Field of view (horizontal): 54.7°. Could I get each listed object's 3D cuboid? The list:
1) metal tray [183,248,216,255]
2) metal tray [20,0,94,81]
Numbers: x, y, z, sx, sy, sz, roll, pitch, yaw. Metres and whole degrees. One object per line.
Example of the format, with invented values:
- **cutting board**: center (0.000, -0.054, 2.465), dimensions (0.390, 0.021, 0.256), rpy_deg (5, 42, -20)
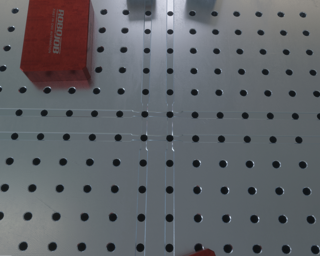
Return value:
- **metal tray**: center (0.011, 0.197, 0.337), dimensions (0.131, 0.030, 0.090), rpy_deg (-17, 71, -7)
- **metal tray**: center (-0.148, -0.134, 0.457), dimensions (0.091, 0.030, 0.130), rpy_deg (-2, 70, -1)
